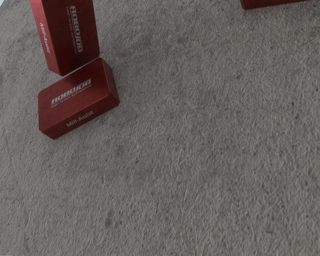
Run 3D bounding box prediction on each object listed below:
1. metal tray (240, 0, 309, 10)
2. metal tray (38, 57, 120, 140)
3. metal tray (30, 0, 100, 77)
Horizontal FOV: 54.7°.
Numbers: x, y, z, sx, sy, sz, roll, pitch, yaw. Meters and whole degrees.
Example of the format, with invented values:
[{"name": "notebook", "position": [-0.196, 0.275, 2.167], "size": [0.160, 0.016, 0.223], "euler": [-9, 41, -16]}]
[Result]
[{"name": "metal tray", "position": [0.184, -0.220, 0.438], "size": [0.130, 0.030, 0.090], "euler": [2, 62, 29]}, {"name": "metal tray", "position": [-0.134, -0.048, 0.501], "size": [0.130, 0.030, 0.090], "euler": [-27, 52, 11]}, {"name": "metal tray", "position": [-0.145, -0.158, 0.490], "size": [0.030, 0.129, 0.090], "euler": [27, 48, 26]}]
